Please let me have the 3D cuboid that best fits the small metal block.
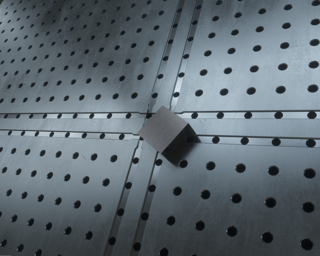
[{"bbox_3d":[0.008,0.006,0.399,0.050,0.025,0.050,-48,52,-6],"label":"small metal block"}]
